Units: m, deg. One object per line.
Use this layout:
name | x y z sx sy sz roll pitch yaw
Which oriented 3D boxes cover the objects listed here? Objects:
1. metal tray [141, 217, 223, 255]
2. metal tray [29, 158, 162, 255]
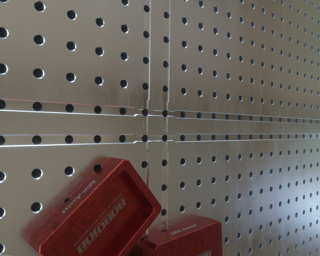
metal tray | 0.036 0.188 0.439 0.131 0.030 0.089 -4 93 -40
metal tray | -0.065 0.108 0.352 0.131 0.030 0.090 -46 118 -30
